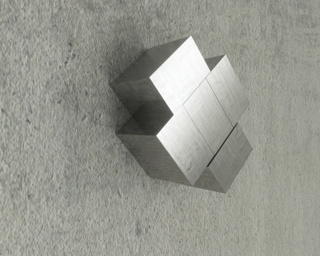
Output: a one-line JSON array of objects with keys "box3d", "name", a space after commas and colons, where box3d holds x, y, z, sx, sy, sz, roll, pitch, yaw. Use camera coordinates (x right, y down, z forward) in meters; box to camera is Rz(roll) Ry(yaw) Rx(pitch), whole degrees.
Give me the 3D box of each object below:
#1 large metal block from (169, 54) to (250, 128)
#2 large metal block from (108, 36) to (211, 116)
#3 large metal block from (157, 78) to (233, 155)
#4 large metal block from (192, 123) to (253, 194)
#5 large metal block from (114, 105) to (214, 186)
[{"box3d": [0.063, -0.047, 0.426, 0.050, 0.080, 0.080, -50, 120, -28], "name": "large metal block"}, {"box3d": [-0.001, -0.060, 0.372, 0.080, 0.080, 0.050, -50, 120, -29], "name": "large metal block"}, {"box3d": [0.034, -0.013, 0.402, 0.050, 0.080, 0.080, -50, 120, -28], "name": "large metal block"}, {"box3d": [0.067, 0.038, 0.430, 0.080, 0.080, 0.050, -50, 120, -29], "name": "large metal block"}, {"box3d": [0.005, 0.020, 0.377, 0.050, 0.080, 0.080, -50, 120, -28], "name": "large metal block"}]
